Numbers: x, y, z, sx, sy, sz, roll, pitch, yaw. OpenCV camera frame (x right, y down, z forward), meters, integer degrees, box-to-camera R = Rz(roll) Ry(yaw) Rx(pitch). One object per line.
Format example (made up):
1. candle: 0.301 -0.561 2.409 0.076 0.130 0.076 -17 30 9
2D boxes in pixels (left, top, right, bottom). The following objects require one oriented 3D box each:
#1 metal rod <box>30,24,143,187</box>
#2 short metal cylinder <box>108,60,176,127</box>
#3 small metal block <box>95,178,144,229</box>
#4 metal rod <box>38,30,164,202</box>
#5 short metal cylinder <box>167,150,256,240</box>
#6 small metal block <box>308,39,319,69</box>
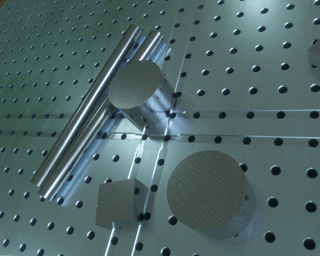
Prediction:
1. metal rod: -0.109 -0.043 0.491 0.025 0.025 0.300 17 70 34
2. short metal cylinder: -0.025 -0.048 0.435 0.080 0.050 0.080 -13 56 21
3. small metal block: -0.048 0.092 0.377 0.050 0.025 0.050 -14 56 20
4. metal rod: -0.082 -0.027 0.467 0.025 0.025 0.300 22 73 36
5. short metal cylinder: 0.054 0.070 0.321 0.080 0.050 0.080 -13 56 21
6. small metal block: 0.208 -0.088 0.353 0.050 0.025 0.050 -44 51 -2
